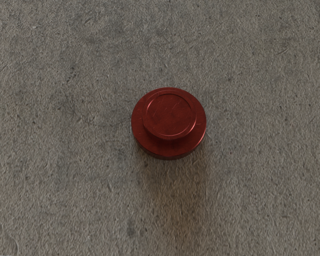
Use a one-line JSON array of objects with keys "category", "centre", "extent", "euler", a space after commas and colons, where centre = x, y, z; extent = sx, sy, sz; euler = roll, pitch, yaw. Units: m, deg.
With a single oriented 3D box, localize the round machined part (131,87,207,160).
[{"category": "round machined part", "centre": [0.012, -0.010, 0.403], "extent": [0.099, 0.042, 0.098], "euler": [0, 70, 0]}]
